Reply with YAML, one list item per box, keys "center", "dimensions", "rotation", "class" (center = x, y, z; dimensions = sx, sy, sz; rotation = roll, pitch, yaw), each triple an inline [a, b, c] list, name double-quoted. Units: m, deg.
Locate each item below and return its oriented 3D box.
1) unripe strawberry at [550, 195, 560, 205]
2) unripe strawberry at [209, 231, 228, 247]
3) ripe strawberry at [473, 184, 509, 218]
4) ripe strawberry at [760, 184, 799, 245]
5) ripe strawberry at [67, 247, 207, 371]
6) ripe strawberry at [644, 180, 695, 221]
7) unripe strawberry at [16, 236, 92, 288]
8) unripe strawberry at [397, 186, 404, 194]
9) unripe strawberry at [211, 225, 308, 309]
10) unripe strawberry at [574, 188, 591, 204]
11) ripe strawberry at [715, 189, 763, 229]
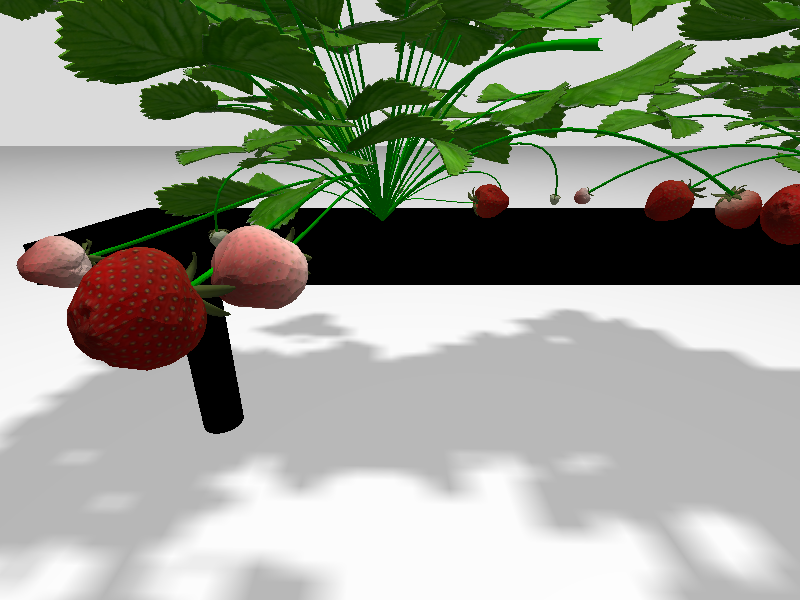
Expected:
- center: [0.158, -0.102, 0.409]
  dimensions: [0.010, 0.010, 0.011]
  rotation: [-8, 24, -19]
  class: "unripe strawberry"
- center: [-0.109, -0.036, 0.243]
  dimensions: [0.011, 0.011, 0.011]
  rotation: [18, 28, 36]
  class: "unripe strawberry"
- center: [0.080, -0.086, 0.351]
  dimensions: [0.030, 0.029, 0.033]
  rotation: [-1, 23, -4]
  class: "ripe strawberry"
- center: [0.261, -0.057, 0.268]
  dimensions: [0.038, 0.040, 0.035]
  rotation: [-11, 25, -23]
  class: "ripe strawberry"
- center: [-0.081, 0.004, 0.123]
  dimensions: [0.033, 0.038, 0.036]
  rotation: [6, 24, 14]
  class: "ripe strawberry"
- center: [0.230, -0.083, 0.345]
  dimensions: [0.035, 0.035, 0.033]
  rotation: [-32, 19, 13]
  class: "ripe strawberry"
- center: [-0.164, -0.017, 0.189]
  dimensions: [0.028, 0.026, 0.026]
  rotation: [19, 30, 37]
  class: "unripe strawberry"
- center: [0.000, -0.135, 0.491]
  dimensions: [0.009, 0.010, 0.010]
  rotation: [2, 23, 5]
  class: "unripe strawberry"
- center: [-0.060, -0.012, 0.165]
  dimensions: [0.040, 0.034, 0.040]
  rotation: [5, 24, 12]
  class: "unripe strawberry"
- center: [0.193, -0.109, 0.424]
  dimensions: [0.016, 0.016, 0.014]
  rotation: [-26, 11, 27]
  class: "unripe strawberry"
- center: [0.273, -0.071, 0.323]
  dimensions: [0.030, 0.031, 0.029]
  rotation: [-36, 15, 18]
  class: "ripe strawberry"
